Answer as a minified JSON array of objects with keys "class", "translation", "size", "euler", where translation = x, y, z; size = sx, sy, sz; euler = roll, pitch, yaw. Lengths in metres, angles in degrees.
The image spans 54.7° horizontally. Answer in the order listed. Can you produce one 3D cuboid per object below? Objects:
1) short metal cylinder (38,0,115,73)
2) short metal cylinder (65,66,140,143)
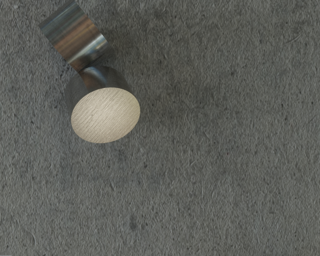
[{"class":"short metal cylinder","translation":[-0.101,-0.109,0.381],"size":[0.050,0.080,0.080],"euler":[-39,90,0]},{"class":"short metal cylinder","translation":[-0.070,-0.028,0.376],"size":[0.081,0.050,0.079],"euler":[-14,133,-15]}]
